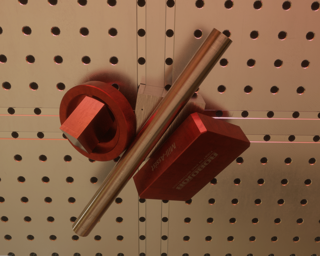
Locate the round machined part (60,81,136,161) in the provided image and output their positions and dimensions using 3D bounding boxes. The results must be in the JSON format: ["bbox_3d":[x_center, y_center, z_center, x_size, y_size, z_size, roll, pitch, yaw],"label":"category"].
[{"bbox_3d":[-0.072,-0.011,0.385,0.098,0.042,0.097,10,115,23],"label":"round machined part"}]

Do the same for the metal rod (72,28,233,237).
[{"bbox_3d":[-0.019,0.018,0.366,0.025,0.025,0.299,33,106,-12],"label":"metal rod"}]

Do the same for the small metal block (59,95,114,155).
[{"bbox_3d":[-0.085,-0.003,0.368,0.025,0.050,0.050,29,70,16],"label":"small metal block"}]

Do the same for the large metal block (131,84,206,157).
[{"bbox_3d":[0.007,-0.006,0.397,0.081,0.050,0.079,8,110,-4],"label":"large metal block"}]

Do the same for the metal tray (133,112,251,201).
[{"bbox_3d":[0.038,0.043,0.391,0.091,0.030,0.129,15,128,-39],"label":"metal tray"}]
